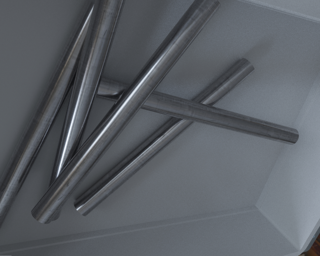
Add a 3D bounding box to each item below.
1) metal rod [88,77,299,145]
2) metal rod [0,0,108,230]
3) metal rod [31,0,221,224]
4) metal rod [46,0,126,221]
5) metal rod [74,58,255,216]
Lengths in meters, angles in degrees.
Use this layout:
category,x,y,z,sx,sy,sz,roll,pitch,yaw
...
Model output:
category,x,y,z,sx,sy,sz,roll,pitch,yaw
metal rod,0.060,-0.017,0.399,0.302,0.025,0.025,12,112,-23
metal rod,-0.135,0.005,0.338,0.025,0.025,0.298,21,107,-36
metal rod,-0.040,-0.017,0.335,0.025,0.025,0.299,34,97,-39
metal rod,-0.089,-0.011,0.333,0.025,0.025,0.298,5,122,-31
metal rod,0.006,0.012,0.420,0.300,0.025,0.025,-41,130,-1
